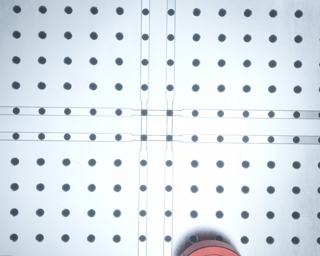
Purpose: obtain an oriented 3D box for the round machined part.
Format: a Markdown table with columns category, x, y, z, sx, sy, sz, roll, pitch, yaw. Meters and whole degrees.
| category | x | y | z | sx | sy | sz | roll | pitch | yaw |
| --- | --- | --- | --- | --- | --- | --- | --- | --- | --- |
| round machined part | 0.066 | 0.195 | 0.405 | 0.099 | 0.042 | 0.097 | 0 | 90 | 0 |
